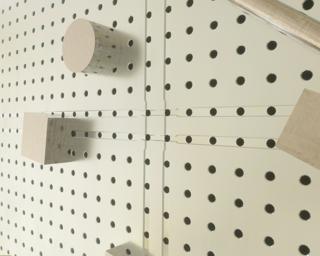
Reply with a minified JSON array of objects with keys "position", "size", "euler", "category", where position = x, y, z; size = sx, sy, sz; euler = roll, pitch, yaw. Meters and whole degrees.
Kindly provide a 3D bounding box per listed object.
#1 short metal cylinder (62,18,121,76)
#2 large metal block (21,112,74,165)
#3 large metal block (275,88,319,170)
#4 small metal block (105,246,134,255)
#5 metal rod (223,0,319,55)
[{"position":[-0.106,-0.122,0.478],"size":[0.080,0.050,0.079],"euler":[0,90,39],"category":"short metal cylinder"},{"position":[-0.204,0.016,0.558],"size":[0.080,0.050,0.079],"euler":[11,97,39],"category":"large metal block"},{"position":[0.153,0.010,0.247],"size":[0.080,0.081,0.050],"euler":[33,110,35],"category":"large metal block"},{"position":[-0.057,0.211,0.454],"size":[0.050,0.025,0.050],"euler":[15,99,38],"category":"small metal block"},{"position":[0.151,-0.080,0.284],"size":[0.300,0.025,0.025],"euler":[45,117,30],"category":"metal rod"}]
